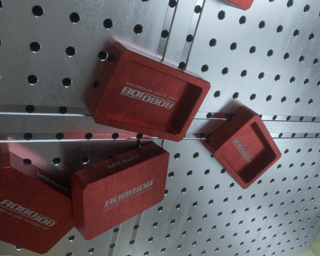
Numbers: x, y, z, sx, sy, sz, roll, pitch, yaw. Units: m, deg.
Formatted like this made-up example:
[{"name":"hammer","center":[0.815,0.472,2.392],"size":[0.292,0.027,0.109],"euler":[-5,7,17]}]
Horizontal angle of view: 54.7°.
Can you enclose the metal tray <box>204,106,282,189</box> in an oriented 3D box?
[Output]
[{"name":"metal tray","center":[0.139,0.036,0.509],"size":[0.090,0.030,0.130],"euler":[-43,130,1]}]

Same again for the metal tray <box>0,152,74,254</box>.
[{"name":"metal tray","center":[-0.164,0.097,0.379],"size":[0.090,0.030,0.130],"euler":[-44,130,2]}]

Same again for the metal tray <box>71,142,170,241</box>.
[{"name":"metal tray","center":[-0.049,0.080,0.410],"size":[0.131,0.030,0.089],"euler":[-19,128,-37]}]

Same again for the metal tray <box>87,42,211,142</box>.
[{"name":"metal tray","center":[-0.011,-0.038,0.379],"size":[0.131,0.030,0.089],"euler":[14,111,-35]}]

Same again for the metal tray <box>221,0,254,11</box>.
[{"name":"metal tray","center":[0.088,-0.206,0.330],"size":[0.091,0.030,0.129],"euler":[13,112,-34]}]
